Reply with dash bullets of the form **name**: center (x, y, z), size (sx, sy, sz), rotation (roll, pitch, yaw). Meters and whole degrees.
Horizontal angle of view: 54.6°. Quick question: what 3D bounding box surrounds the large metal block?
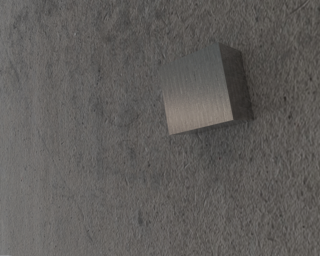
- **large metal block**: center (0.051, -0.039, 0.348), size (0.080, 0.050, 0.080), rotation (-15, 81, 39)
